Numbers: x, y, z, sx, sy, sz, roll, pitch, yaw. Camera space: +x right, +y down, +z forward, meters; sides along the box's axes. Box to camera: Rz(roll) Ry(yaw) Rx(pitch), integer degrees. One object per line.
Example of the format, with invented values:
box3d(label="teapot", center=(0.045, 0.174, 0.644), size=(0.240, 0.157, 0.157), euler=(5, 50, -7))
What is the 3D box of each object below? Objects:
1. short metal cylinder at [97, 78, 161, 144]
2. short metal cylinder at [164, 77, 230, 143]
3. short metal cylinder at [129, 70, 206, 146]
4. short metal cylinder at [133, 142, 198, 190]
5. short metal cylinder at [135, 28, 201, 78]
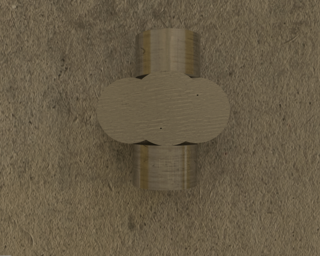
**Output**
box3d(label="short metal cylinder", center=(-0.036, -0.021, 0.398), size=(0.081, 0.050, 0.079), euler=(0, 90, -1))
box3d(label="short metal cylinder", center=(0.044, -0.022, 0.399), size=(0.081, 0.050, 0.079), euler=(0, 90, -1))
box3d(label="short metal cylinder", center=(0.008, -0.021, 0.348), size=(0.081, 0.050, 0.079), euler=(0, 90, -1))
box3d(label="short metal cylinder", center=(0.006, 0.044, 0.384), size=(0.081, 0.080, 0.050), euler=(0, 90, -1))
box3d(label="short metal cylinder", center=(0.010, -0.086, 0.384), size=(0.081, 0.080, 0.050), euler=(0, 90, -1))
